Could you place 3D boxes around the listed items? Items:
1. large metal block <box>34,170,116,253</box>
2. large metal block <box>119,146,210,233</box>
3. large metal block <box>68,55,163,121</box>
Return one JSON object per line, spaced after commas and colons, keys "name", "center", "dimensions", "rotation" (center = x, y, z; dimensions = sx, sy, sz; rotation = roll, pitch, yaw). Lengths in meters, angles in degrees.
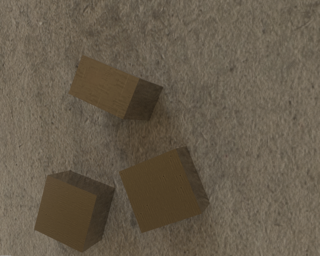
{"name": "large metal block", "center": [-0.119, 0.113, 0.436], "dimensions": [0.080, 0.050, 0.080], "rotation": [17, 96, 18]}
{"name": "large metal block", "center": [0.007, 0.076, 0.393], "dimensions": [0.080, 0.050, 0.080], "rotation": [-24, 82, 18]}
{"name": "large metal block", "center": [-0.053, -0.049, 0.398], "dimensions": [0.080, 0.080, 0.050], "rotation": [25, 98, 18]}
